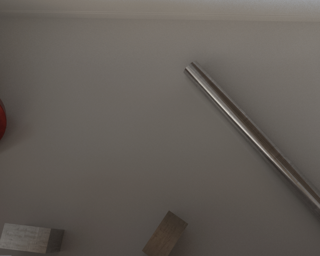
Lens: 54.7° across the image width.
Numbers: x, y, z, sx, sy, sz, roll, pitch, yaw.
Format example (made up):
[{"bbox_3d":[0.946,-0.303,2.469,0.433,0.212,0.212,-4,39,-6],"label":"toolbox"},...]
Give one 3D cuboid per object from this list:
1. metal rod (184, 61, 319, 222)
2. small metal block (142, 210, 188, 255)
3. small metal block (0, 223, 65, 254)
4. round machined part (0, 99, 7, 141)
[{"bbox_3d":[0.136,0.025,0.402,0.025,0.025,0.300,-36,74,-12],"label":"metal rod"},{"bbox_3d":[0.006,0.124,0.351,0.025,0.050,0.050,33,73,11],"label":"small metal block"},{"bbox_3d":[-0.142,0.124,0.349,0.050,0.050,0.025,6,70,2],"label":"small metal block"},{"bbox_3d":[-0.246,-0.016,0.384,0.099,0.098,0.042,-28,37,-10],"label":"round machined part"}]
